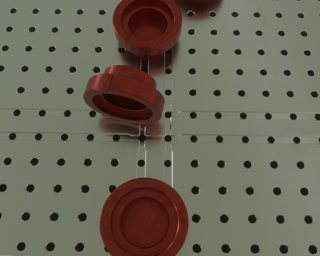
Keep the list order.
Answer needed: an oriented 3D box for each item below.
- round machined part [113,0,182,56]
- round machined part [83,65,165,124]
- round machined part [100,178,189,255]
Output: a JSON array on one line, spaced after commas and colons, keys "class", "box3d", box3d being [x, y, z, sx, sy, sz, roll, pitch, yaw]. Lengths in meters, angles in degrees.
[{"class": "round machined part", "box3d": [-0.018, -0.148, 0.457, 0.099, 0.042, 0.098, 0, 70, -1]}, {"class": "round machined part", "box3d": [-0.042, -0.043, 0.388, 0.099, 0.098, 0.042, 11, 71, 4]}, {"class": "round machined part", "box3d": [-0.017, 0.110, 0.362, 0.099, 0.042, 0.098, 0, 70, -1]}]
